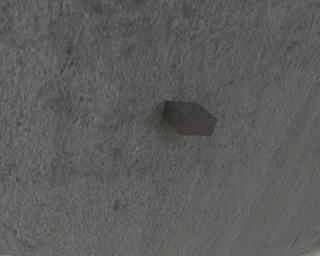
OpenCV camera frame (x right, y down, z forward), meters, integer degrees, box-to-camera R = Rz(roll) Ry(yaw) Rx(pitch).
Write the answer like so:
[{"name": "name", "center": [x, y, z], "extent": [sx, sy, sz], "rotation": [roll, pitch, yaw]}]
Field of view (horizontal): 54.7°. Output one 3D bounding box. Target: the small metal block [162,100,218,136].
[{"name": "small metal block", "center": [0.038, -0.013, 0.405], "extent": [0.050, 0.050, 0.025], "rotation": [3, 117, -30]}]
